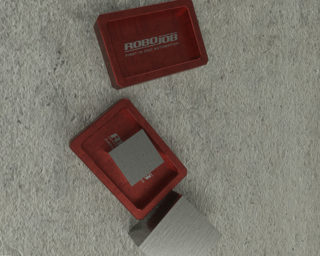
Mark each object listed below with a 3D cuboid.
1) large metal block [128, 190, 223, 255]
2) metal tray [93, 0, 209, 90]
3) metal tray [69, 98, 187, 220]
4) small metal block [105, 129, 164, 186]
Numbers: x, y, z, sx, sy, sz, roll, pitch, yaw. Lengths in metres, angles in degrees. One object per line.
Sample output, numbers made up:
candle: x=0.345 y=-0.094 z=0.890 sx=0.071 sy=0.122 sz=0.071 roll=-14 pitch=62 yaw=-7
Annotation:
large metal block: x=0.019 y=0.139 z=0.404 sx=0.080 sy=0.050 sz=0.080 roll=46 pitch=75 yaw=-15
metal tray: x=-0.009 y=-0.110 z=0.403 sx=0.131 sy=0.030 sz=0.089 roll=-19 pitch=97 yaw=-19
metal tray: x=-0.038 y=0.039 z=0.393 sx=0.090 sy=0.030 sz=0.130 roll=-43 pitch=104 yaw=-15
small metal block: x=-0.032 y=0.035 z=0.384 sx=0.050 sy=0.025 sz=0.050 roll=-36 pitch=102 yaw=-17
